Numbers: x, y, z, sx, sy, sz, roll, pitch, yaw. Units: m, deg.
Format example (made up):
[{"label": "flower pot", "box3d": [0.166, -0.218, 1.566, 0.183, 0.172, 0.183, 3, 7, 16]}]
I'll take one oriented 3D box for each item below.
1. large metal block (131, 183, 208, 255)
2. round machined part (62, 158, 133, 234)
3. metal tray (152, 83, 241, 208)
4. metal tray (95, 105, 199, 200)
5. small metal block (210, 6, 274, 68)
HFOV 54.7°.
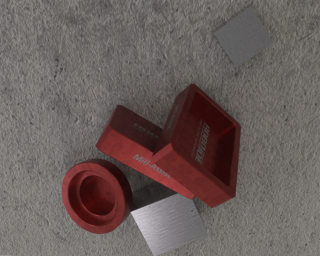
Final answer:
[{"label": "large metal block", "box3d": [0.012, 0.121, 0.438, 0.080, 0.050, 0.080, -22, 109, 3]}, {"label": "round machined part", "box3d": [-0.080, 0.088, 0.420, 0.098, 0.042, 0.097, 4, 101, 22]}, {"label": "metal tray", "box3d": [0.049, 0.014, 0.358, 0.090, 0.130, 0.030, 40, 127, -13]}, {"label": "metal tray", "box3d": [-0.008, 0.026, 0.384, 0.130, 0.090, 0.030, 30, 107, -11]}, {"label": "small metal block", "box3d": [0.097, -0.109, 0.370, 0.050, 0.025, 0.050, -35, 107, 12]}]
